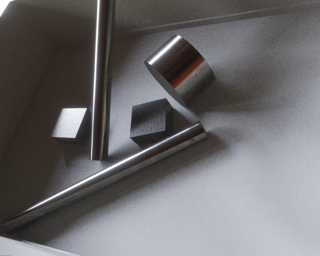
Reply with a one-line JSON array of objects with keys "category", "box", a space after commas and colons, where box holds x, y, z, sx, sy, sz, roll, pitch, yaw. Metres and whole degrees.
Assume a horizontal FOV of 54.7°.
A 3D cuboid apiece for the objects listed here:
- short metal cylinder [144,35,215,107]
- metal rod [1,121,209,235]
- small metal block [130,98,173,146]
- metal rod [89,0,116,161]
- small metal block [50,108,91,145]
[{"category": "short metal cylinder", "box": [0.025, -0.073, 0.401, 0.050, 0.080, 0.080, -43, 51, -1]}, {"category": "metal rod", "box": [-0.078, 0.069, 0.402, 0.301, 0.025, 0.025, -27, 53, 10]}, {"category": "small metal block", "box": [-0.011, -0.008, 0.415, 0.050, 0.025, 0.050, -12, 57, 21]}, {"category": "metal rod", "box": [-0.077, -0.106, 0.425, 0.025, 0.025, 0.298, 3, 90, 29]}, {"category": "small metal block", "box": [-0.132, -0.002, 0.475, 0.050, 0.025, 0.050, 1, 62, 28]}]
